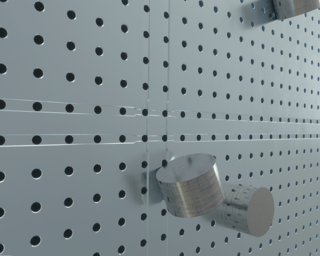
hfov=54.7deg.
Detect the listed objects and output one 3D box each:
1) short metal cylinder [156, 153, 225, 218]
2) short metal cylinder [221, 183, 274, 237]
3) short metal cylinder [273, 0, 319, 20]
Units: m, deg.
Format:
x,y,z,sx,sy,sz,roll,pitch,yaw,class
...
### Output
x,y,z,sx,sy,sz,roll,pitch,yaw,class
0.041,0.074,0.410,0.081,0.080,0.050,-29,109,-36,short metal cylinder
0.148,0.136,0.521,0.081,0.050,0.079,0,90,-40,short metal cylinder
0.262,-0.246,0.596,0.081,0.080,0.050,-33,111,-35,short metal cylinder
